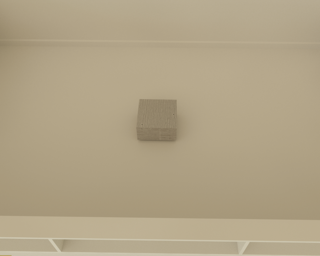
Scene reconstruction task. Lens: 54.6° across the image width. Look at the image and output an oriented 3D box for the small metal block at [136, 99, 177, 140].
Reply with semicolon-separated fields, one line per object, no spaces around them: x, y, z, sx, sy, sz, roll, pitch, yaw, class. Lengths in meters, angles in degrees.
-0.003;-0.011;0.410;0.050;0.025;0.050;1;50;1;small metal block
